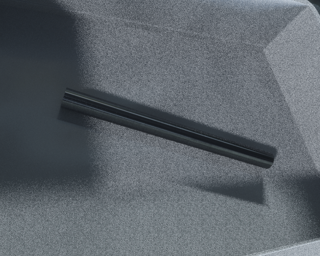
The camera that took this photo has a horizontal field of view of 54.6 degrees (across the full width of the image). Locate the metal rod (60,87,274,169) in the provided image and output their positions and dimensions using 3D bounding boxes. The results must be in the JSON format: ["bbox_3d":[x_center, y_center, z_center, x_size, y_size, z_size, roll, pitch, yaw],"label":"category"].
[{"bbox_3d":[0.023,0.006,0.412,0.302,0.025,0.025,17,55,-18],"label":"metal rod"}]
